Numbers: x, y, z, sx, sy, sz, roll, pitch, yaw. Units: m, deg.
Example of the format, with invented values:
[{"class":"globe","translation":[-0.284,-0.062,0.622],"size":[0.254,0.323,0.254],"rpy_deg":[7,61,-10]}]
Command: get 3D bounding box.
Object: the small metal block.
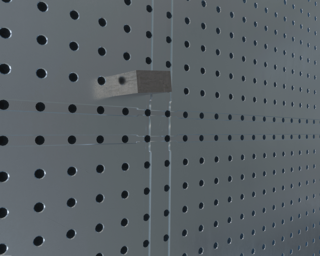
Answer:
[{"class":"small metal block","translation":[-0.022,-0.053,0.373],"size":[0.050,0.050,0.025],"rpy_deg":[-7,95,-40]}]
